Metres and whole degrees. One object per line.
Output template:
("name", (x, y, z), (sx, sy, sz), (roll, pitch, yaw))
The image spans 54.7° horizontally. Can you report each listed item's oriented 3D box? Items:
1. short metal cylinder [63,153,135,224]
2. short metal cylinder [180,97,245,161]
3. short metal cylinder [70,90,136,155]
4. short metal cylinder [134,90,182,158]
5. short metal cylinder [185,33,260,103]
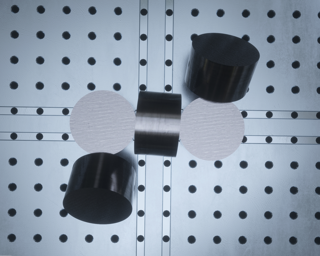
("short metal cylinder", (-0.072, 0.075, 0.379), (0.081, 0.050, 0.079), (0, 134, 1))
("short metal cylinder", (0.063, 0.000, 0.401), (0.081, 0.050, 0.079), (0, 90, -1))
("short metal cylinder", (-0.069, -0.006, 0.399), (0.081, 0.050, 0.079), (0, 90, -1))
("short metal cylinder", (-0.003, -0.005, 0.386), (0.050, 0.080, 0.079), (5, 90, 0))
("short metal cylinder", (0.074, -0.075, 0.380), (0.081, 0.080, 0.050), (9, 132, -1))
